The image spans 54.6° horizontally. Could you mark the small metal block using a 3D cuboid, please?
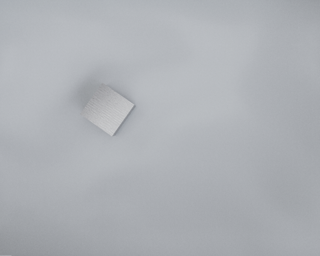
[{"bbox_3d":[-0.068,-0.024,0.411,0.050,0.025,0.050,35,90,0],"label":"small metal block"}]
